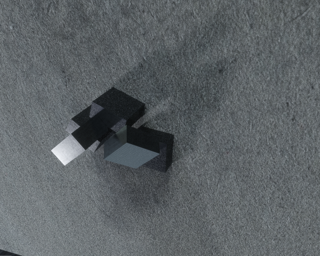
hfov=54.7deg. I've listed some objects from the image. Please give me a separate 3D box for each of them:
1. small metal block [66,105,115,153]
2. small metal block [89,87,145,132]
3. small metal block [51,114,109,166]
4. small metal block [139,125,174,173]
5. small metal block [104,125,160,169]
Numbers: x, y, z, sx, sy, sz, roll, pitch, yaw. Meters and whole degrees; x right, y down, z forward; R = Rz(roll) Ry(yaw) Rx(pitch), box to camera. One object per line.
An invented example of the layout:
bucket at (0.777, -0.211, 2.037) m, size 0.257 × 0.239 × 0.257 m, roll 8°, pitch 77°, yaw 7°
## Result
small metal block at (-0.095, -0.001, 0.440) m, size 0.050 × 0.050 × 0.025 m, roll 39°, pitch 129°, yaw 2°
small metal block at (-0.055, -0.024, 0.405) m, size 0.050 × 0.050 × 0.025 m, roll 28°, pitch 128°, yaw 10°
small metal block at (-0.099, 0.015, 0.387) m, size 0.050 × 0.050 × 0.025 m, roll -33°, pitch 100°, yaw 38°
small metal block at (-0.010, 0.029, 0.430) m, size 0.050 × 0.025 × 0.050 m, roll 15°, pitch 125°, yaw 19°
small metal block at (-0.036, 0.025, 0.393) m, size 0.050 × 0.025 × 0.050 m, roll 22°, pitch 139°, yaw -35°
